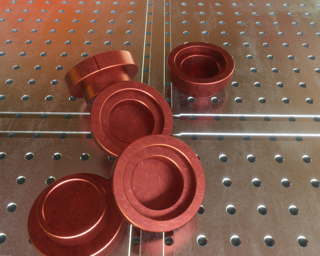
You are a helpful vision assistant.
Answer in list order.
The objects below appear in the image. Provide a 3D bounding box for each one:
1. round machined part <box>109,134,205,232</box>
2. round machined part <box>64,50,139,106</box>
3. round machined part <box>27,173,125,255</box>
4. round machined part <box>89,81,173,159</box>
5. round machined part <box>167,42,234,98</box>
[{"bbox_3d":[-0.005,0.058,0.330,0.099,0.042,0.098,5,74,-17],"label":"round machined part"},{"bbox_3d":[-0.074,-0.062,0.419,0.099,0.098,0.042,-21,83,-17],"label":"round machined part"},{"bbox_3d":[-0.087,0.088,0.321,0.099,0.042,0.098,0,50,0],"label":"round machined part"},{"bbox_3d":[-0.037,-0.006,0.384,0.099,0.042,0.098,4,73,-14],"label":"round machined part"},{"bbox_3d":[0.059,-0.084,0.468,0.099,0.042,0.098,0,50,0],"label":"round machined part"}]
